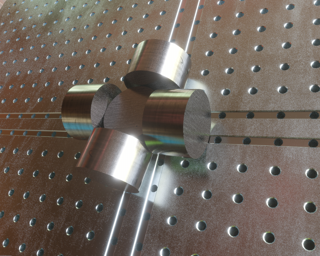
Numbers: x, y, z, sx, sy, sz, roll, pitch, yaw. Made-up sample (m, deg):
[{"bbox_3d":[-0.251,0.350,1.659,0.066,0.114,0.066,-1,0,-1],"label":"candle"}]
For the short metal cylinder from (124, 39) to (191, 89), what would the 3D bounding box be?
[{"bbox_3d":[-0.002,-0.073,0.419,0.080,0.080,0.050,3,63,29],"label":"short metal cylinder"}]

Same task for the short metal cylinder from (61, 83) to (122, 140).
[{"bbox_3d":[-0.089,-0.021,0.433,0.050,0.080,0.080,2,63,28],"label":"short metal cylinder"}]

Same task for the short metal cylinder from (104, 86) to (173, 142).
[{"bbox_3d":[-0.027,-0.009,0.412,0.080,0.050,0.080,-12,57,20],"label":"short metal cylinder"}]

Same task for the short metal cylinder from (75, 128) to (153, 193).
[{"bbox_3d":[-0.054,0.041,0.375,0.080,0.080,0.050,6,65,31],"label":"short metal cylinder"}]

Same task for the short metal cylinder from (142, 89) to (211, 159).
[{"bbox_3d":[0.022,-0.006,0.365,0.050,0.080,0.080,4,64,30],"label":"short metal cylinder"}]
